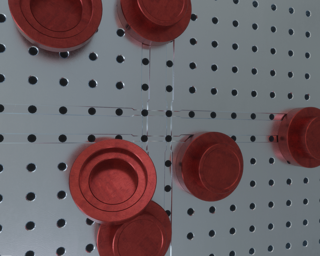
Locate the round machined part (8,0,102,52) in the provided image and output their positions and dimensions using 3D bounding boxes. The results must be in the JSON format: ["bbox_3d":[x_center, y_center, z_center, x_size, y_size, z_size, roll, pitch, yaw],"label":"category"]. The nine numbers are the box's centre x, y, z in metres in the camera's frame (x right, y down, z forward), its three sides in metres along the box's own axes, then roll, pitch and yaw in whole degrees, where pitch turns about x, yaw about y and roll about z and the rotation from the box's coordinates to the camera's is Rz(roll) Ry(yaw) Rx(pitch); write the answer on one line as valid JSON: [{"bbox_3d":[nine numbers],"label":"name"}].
[{"bbox_3d":[-0.120,-0.137,0.359,0.099,0.042,0.097,0,90,-20],"label":"round machined part"}]

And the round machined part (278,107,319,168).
[{"bbox_3d":[0.242,0.015,0.492,0.099,0.042,0.097,0,90,-20],"label":"round machined part"}]

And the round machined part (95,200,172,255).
[{"bbox_3d":[-0.030,0.138,0.393,0.099,0.042,0.097,0,90,-20],"label":"round machined part"}]

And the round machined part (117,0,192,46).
[{"bbox_3d":[-0.003,-0.161,0.402,0.099,0.042,0.097,0,90,-20],"label":"round machined part"}]

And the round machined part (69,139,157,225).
[{"bbox_3d":[-0.055,0.066,0.369,0.099,0.042,0.098,4,63,-7],"label":"round machined part"}]

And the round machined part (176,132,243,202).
[{"bbox_3d":[0.075,0.054,0.431,0.099,0.042,0.097,0,90,-20],"label":"round machined part"}]
